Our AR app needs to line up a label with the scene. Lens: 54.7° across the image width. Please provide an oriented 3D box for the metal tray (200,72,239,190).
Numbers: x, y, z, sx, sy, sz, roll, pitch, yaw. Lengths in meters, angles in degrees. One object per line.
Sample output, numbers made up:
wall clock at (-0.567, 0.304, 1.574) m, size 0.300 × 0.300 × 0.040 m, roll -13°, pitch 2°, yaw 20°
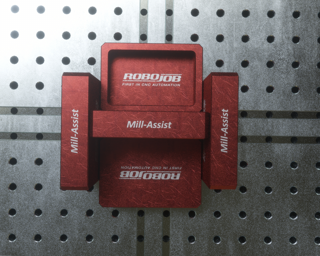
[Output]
metal tray at (0.070, 0.003, 0.381) m, size 0.030 × 0.090 × 0.129 m, roll 1°, pitch 90°, yaw 0°

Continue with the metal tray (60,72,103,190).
metal tray at (-0.092, 0.003, 0.379) m, size 0.030 × 0.090 × 0.129 m, roll 1°, pitch 90°, yaw 0°

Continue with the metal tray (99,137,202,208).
metal tray at (-0.012, 0.057, 0.409) m, size 0.131 × 0.030 × 0.089 m, roll 1°, pitch 90°, yaw -1°

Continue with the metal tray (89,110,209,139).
metal tray at (-0.012, -0.004, 0.379) m, size 0.131 × 0.090 × 0.030 m, roll 1°, pitch 90°, yaw -1°

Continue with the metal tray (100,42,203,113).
metal tray at (-0.011, -0.064, 0.410) m, size 0.131 × 0.030 × 0.089 m, roll 1°, pitch 90°, yaw -1°
